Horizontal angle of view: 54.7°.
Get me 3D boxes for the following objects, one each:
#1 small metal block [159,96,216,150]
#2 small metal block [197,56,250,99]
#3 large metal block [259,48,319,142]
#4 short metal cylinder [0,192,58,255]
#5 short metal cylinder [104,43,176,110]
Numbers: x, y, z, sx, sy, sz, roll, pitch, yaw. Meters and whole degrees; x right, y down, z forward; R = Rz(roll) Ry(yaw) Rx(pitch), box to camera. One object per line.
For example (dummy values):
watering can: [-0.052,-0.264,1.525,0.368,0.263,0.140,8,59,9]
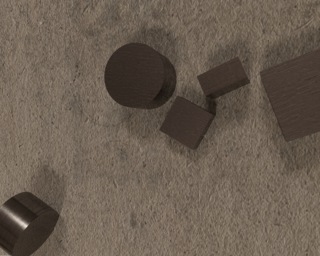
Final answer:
small metal block: [0.035,-0.007,0.396,0.050,0.025,0.050,31,100,17]
small metal block: [0.077,-0.057,0.368,0.050,0.050,0.025,-24,82,18]
large metal block: [0.164,-0.036,0.338,0.080,0.050,0.080,-21,83,18]
short metal cylinder: [-0.196,0.140,0.447,0.050,0.080,0.080,29,99,17]
short metal cylinder: [-0.024,-0.065,0.403,0.080,0.050,0.079,0,90,19]
